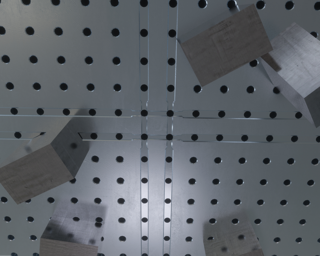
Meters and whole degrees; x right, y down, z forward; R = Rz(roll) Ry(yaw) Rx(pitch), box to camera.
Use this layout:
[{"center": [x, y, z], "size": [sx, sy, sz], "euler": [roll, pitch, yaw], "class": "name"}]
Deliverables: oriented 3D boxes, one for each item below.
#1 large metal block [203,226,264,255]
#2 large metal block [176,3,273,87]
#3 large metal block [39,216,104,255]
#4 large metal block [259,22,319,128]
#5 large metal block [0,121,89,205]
[{"center": [0.121, 0.210, 0.478], "size": [0.080, 0.050, 0.080], "euler": [-21, 109, 7], "class": "large metal block"}, {"center": [0.067, -0.095, 0.349], "size": [0.080, 0.080, 0.050], "euler": [-27, 108, 9], "class": "large metal block"}, {"center": [-0.133, 0.187, 0.468], "size": [0.080, 0.050, 0.079], "euler": [10, 110, -4], "class": "large metal block"}, {"center": [0.163, -0.057, 0.347], "size": [0.050, 0.080, 0.080], "euler": [-39, 142, 13], "class": "large metal block"}, {"center": [-0.147, 0.041, 0.398], "size": [0.080, 0.080, 0.050], "euler": [-25, 108, 9], "class": "large metal block"}]
